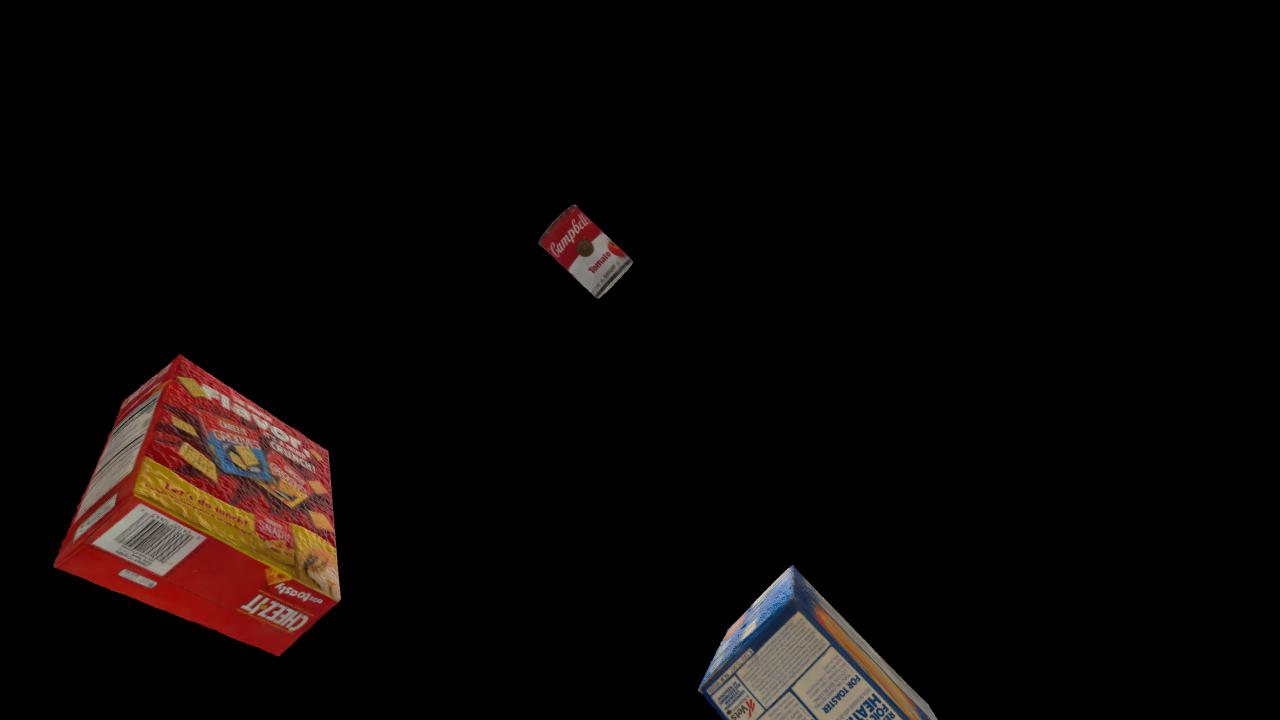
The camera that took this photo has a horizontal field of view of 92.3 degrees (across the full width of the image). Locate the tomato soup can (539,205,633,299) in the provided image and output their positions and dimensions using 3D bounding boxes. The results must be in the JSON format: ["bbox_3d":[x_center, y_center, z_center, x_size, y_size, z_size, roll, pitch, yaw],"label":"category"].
[{"bbox_3d":[-0.067,-0.133,0.766,0.101,0.068,0.068,44,-4,-4],"label":"tomato soup can"}]

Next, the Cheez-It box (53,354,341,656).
[{"bbox_3d":[-0.336,0.107,0.499,0.166,0.071,0.223,52,-6,-38],"label":"Cheez-It box"}]

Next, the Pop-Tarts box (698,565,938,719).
[{"bbox_3d":[0.126,0.227,0.413,0.141,0.083,0.167,44,2,18],"label":"Pop-Tarts box"}]
